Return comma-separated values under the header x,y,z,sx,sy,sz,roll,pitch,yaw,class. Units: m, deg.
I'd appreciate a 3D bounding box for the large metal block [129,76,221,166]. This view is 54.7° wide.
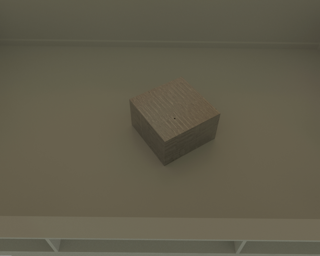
x,y,z,sx,sy,sz,roll,pitch,yaw,class
0.017,-0.011,0.398,0.081,0.050,0.080,-26,55,-21,large metal block
